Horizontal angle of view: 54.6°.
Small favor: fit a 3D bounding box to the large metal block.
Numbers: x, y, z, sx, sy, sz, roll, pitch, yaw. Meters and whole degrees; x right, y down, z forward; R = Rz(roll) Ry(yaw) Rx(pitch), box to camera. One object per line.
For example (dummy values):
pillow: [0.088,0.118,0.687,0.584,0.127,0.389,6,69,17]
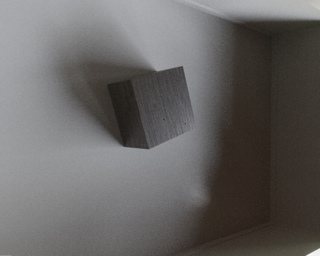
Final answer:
large metal block: [-0.008,-0.026,0.382,0.081,0.050,0.080,-23,104,-38]
